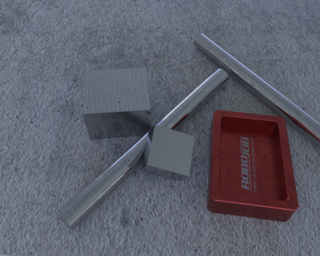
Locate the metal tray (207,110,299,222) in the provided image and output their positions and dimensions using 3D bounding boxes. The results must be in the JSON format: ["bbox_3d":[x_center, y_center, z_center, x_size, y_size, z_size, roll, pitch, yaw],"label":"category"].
[{"bbox_3d":[0.105,0.039,0.368,0.091,0.030,0.130,7,50,5],"label":"metal tray"}]

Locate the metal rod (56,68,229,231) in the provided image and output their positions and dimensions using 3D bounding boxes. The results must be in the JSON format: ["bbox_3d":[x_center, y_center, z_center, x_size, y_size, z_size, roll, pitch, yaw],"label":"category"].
[{"bbox_3d":[-0.003,0.009,0.395,0.025,0.025,0.301,33,57,24],"label":"metal rod"}]

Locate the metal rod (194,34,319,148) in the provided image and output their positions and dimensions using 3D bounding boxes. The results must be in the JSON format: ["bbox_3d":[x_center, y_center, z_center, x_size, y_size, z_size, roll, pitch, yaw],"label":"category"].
[{"bbox_3d":[0.151,-0.054,0.450,0.025,0.025,0.300,-27,55,-21],"label":"metal rod"}]

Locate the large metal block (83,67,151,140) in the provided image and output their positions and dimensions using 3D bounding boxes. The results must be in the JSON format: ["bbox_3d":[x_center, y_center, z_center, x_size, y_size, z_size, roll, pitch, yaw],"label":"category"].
[{"bbox_3d":[-0.055,-0.034,0.415,0.081,0.050,0.080,-4,50,-4],"label":"large metal block"}]

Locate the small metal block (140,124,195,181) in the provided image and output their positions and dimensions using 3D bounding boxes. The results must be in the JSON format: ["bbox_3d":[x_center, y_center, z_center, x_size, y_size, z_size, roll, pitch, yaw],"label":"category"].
[{"bbox_3d":[0.009,0.030,0.361,0.050,0.025,0.050,17,63,-13],"label":"small metal block"}]
